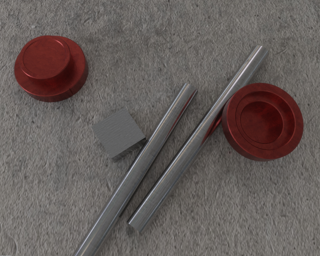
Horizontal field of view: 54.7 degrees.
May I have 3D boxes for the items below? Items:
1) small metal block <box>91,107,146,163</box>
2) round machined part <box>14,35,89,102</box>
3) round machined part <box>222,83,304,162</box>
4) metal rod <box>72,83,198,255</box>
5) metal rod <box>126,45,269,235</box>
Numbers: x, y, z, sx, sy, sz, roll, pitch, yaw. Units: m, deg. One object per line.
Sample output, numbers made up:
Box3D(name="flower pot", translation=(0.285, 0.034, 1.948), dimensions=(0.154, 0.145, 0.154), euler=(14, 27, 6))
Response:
Box3D(name="small metal block", translation=(-0.053, 0.009, 0.404), dimensions=(0.050, 0.025, 0.050), euler=(-32, 73, -11))
Box3D(name="round machined part", translation=(-0.153, -0.088, 0.430), dimensions=(0.099, 0.042, 0.098), euler=(0, 70, 0))
Box3D(name="round machined part", translation=(0.127, -0.005, 0.397), dimensions=(0.099, 0.042, 0.098), euler=(2, 74, -7))
Box3D(name="metal rod", translation=(-0.035, 0.067, 0.383), dimensions=(0.025, 0.025, 0.300), euler=(29, 72, 10))
Box3D(name="metal rod", translation=(0.058, 0.004, 0.407), dimensions=(0.025, 0.025, 0.300), euler=(34, 73, 11))
